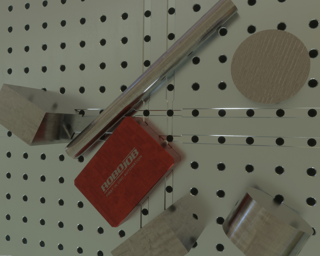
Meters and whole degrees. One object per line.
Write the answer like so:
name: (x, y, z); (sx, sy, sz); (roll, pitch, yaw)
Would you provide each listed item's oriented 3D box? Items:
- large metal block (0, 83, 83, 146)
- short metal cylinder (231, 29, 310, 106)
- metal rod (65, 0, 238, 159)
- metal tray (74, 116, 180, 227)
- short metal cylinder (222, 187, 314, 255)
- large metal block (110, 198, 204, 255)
large metal block: (-0.175, -0.018, 0.445); (0.080, 0.080, 0.050); (32, 100, 17)
short metal cylinder: (0.125, -0.066, 0.355); (0.080, 0.050, 0.080); (0, 90, 20)
metal rod: (-0.021, -0.059, 0.419); (0.299, 0.025, 0.025); (-41, 77, 15)
metal tray: (-0.047, 0.059, 0.427); (0.090, 0.030, 0.130); (44, 103, 14)
short metal cylinder: (0.117, 0.109, 0.342); (0.080, 0.080, 0.050); (32, 101, 17)
large metal block: (0.000, 0.138, 0.383); (0.080, 0.080, 0.050); (-41, 77, 15)
